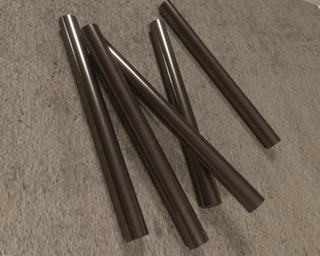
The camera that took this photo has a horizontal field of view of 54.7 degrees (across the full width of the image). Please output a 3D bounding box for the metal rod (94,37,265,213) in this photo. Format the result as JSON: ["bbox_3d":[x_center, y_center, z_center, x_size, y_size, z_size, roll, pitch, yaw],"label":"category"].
[{"bbox_3d":[0.013,-0.014,0.398,0.300,0.025,0.025,46,50,13],"label":"metal rod"}]

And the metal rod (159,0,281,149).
[{"bbox_3d":[0.094,-0.094,0.513,0.025,0.025,0.299,-28,77,-38],"label":"metal rod"}]

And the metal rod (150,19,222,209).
[{"bbox_3d":[0.030,-0.036,0.443,0.025,0.025,0.299,0,62,-29],"label":"metal rod"}]

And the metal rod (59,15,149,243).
[{"bbox_3d":[-0.075,-0.016,0.374,0.025,0.025,0.299,-8,66,-32],"label":"metal rod"}]

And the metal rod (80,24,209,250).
[{"bbox_3d":[-0.024,0.001,0.377,0.025,0.025,0.299,-20,77,-36],"label":"metal rod"}]
